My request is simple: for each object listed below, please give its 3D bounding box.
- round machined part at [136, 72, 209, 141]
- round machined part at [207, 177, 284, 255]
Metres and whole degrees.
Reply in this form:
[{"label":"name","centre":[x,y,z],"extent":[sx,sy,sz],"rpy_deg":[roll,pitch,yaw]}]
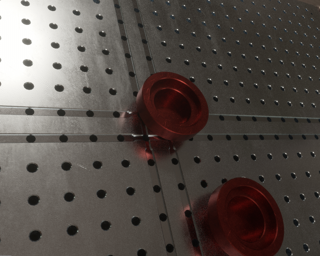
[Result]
[{"label":"round machined part","centre":[0.014,-0.025,0.421],"extent":[0.099,0.042,0.098],"rpy_deg":[14,56,-21]},{"label":"round machined part","centre":[0.100,0.114,0.384],"extent":[0.099,0.042,0.098],"rpy_deg":[14,56,-21]}]
